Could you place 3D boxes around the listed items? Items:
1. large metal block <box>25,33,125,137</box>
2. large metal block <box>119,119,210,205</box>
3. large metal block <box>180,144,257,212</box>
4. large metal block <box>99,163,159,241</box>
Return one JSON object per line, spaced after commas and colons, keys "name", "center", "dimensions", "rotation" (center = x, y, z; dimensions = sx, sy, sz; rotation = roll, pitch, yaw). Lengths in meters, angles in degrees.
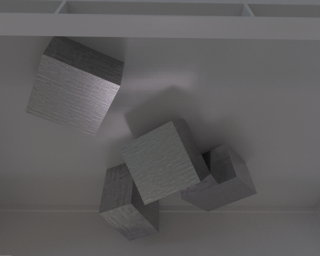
{"name": "large metal block", "center": [-0.095, -0.047, 0.352], "dimensions": [0.080, 0.050, 0.080], "rotation": [21, 127, -17]}
{"name": "large metal block", "center": [0.007, 0.042, 0.402], "dimensions": [0.080, 0.050, 0.080], "rotation": [-27, 84, 21]}
{"name": "large metal block", "center": [0.080, 0.074, 0.443], "dimensions": [0.080, 0.050, 0.080], "rotation": [-28, 142, 21]}
{"name": "large metal block", "center": [-0.042, 0.108, 0.464], "dimensions": [0.050, 0.080, 0.080], "rotation": [-21, 127, 17]}
